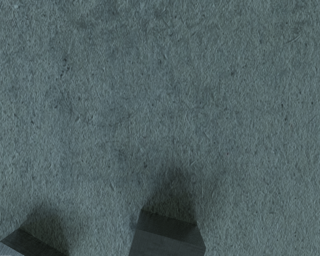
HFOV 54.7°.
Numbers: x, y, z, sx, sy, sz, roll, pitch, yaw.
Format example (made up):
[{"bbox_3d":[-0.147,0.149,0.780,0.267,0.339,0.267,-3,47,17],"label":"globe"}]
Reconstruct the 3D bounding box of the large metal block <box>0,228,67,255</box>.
[{"bbox_3d":[-0.178,0.190,0.396,0.080,0.050,0.080,31,90,0],"label":"large metal block"}]

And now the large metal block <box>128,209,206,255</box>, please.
[{"bbox_3d":[0.006,0.146,0.383,0.080,0.080,0.050,16,90,0],"label":"large metal block"}]
